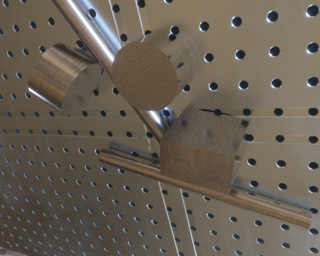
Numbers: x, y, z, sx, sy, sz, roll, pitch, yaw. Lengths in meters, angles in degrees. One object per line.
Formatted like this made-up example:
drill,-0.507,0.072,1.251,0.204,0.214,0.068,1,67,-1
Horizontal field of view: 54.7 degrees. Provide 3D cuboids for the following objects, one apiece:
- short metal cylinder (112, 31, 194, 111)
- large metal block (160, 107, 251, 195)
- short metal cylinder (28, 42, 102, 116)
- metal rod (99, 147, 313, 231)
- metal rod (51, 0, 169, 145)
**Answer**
short metal cylinder,-0.007,-0.066,0.358,0.080,0.050,0.079,13,124,21
large metal block,0.054,0.022,0.361,0.080,0.080,0.050,13,124,21
short metal cylinder,-0.120,-0.062,0.401,0.050,0.080,0.079,34,129,6
metal rod,0.048,0.078,0.433,0.301,0.025,0.025,15,125,19
metal rod,-0.048,-0.064,0.397,0.025,0.025,0.299,-29,103,37
